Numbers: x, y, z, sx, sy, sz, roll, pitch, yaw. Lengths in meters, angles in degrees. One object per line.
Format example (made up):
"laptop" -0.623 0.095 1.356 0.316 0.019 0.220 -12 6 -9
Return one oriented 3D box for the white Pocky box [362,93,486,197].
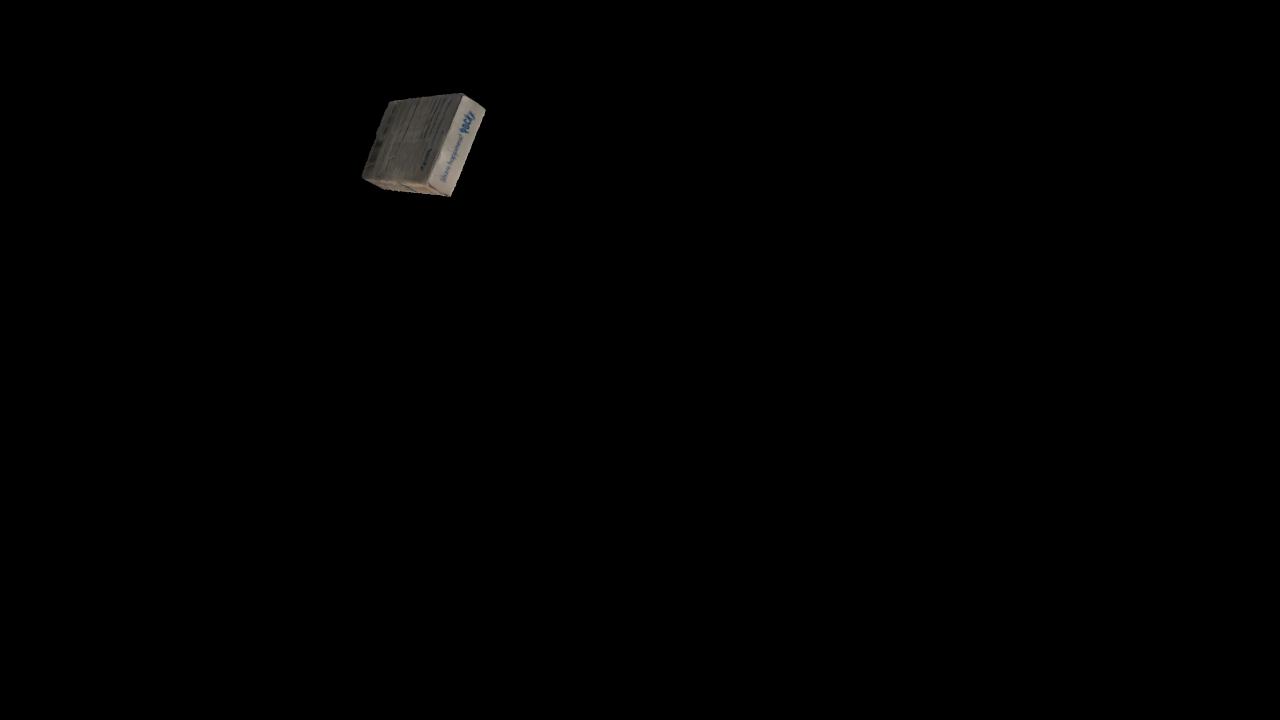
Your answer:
"white Pocky box" -0.202 -0.196 0.560 0.154 0.084 0.028 20 -2 44
